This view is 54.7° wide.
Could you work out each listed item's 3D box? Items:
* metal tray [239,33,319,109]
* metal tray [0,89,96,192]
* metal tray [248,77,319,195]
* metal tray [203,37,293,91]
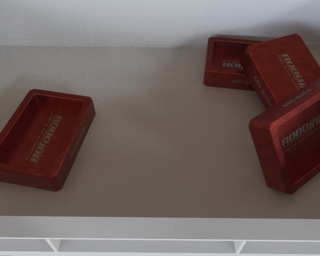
[{"bbox_3d":[0.181,-0.063,0.431,0.091,0.030,0.130,-18,72,-15],"label":"metal tray"},{"bbox_3d":[-0.146,0.010,0.391,0.090,0.030,0.130,9,50,7],"label":"metal tray"},{"bbox_3d":[0.170,0.005,0.359,0.131,0.090,0.030,-29,19,-22],"label":"metal tray"},{"bbox_3d":[0.138,-0.101,0.487,0.131,0.030,0.090,7,50,5],"label":"metal tray"}]
